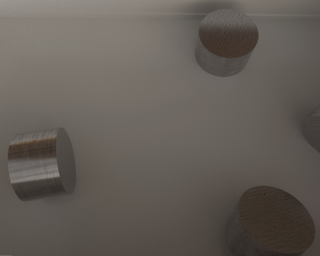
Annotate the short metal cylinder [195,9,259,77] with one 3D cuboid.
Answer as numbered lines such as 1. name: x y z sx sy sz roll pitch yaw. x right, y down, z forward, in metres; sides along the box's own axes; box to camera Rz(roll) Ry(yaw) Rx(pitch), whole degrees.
1. short metal cylinder: 0.093 -0.120 0.441 0.081 0.050 0.080 0 70 0

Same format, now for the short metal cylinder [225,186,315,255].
1. short metal cylinder: 0.118 0.111 0.339 0.081 0.050 0.080 6 41 -5

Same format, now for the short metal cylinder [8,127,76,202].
1. short metal cylinder: -0.135 0.042 0.364 0.050 0.080 0.080 -9 70 -3

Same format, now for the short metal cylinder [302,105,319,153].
1. short metal cylinder: 0.227 0.000 0.382 0.050 0.080 0.080 -42 75 -13
